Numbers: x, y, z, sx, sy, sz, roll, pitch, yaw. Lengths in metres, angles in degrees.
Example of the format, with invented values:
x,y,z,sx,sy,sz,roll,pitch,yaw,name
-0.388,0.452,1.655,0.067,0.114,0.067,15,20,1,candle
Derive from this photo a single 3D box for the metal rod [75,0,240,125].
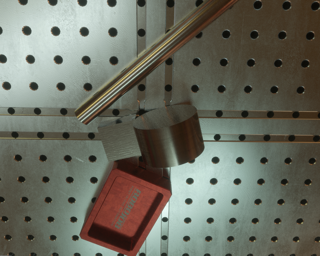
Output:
x,y,z,sx,sy,sz,roll,pitch,yaw,name
0.014,-0.103,0.375,0.300,0.025,0.025,-38,106,12,metal rod

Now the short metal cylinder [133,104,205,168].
x,y,z,sx,sy,sz,roll,pitch,yaw,name
0.011,0.008,0.387,0.080,0.080,0.050,-13,110,4,short metal cylinder

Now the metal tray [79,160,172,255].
x,y,z,sx,sy,sz,roll,pitch,yaw,name
-0.050,0.119,0.454,0.090,0.030,0.129,25,108,-9,metal tray

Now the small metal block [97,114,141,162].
x,y,z,sx,sy,sz,roll,pitch,yaw,name
-0.051,0.013,0.418,0.050,0.025,0.050,-13,110,4,small metal block
